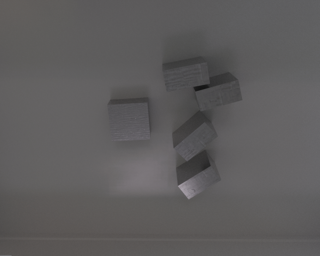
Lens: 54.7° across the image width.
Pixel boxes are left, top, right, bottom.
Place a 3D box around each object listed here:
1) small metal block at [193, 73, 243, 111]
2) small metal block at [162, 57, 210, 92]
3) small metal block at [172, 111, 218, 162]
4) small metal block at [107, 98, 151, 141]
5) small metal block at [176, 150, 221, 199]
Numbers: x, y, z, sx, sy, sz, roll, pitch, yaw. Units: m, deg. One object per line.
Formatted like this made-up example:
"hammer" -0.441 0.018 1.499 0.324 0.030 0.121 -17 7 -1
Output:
"small metal block" 0.068 -0.046 0.382 0.050 0.050 0.025 -15 110 5
"small metal block" 0.030 -0.066 0.374 0.050 0.050 0.025 -11 110 4
"small metal block" 0.044 0.009 0.401 0.050 0.050 0.025 -41 105 14
"small metal block" -0.039 -0.011 0.407 0.050 0.025 0.050 -3 110 1
"small metal block" 0.051 0.062 0.421 0.050 0.050 0.025 -34 107 11
